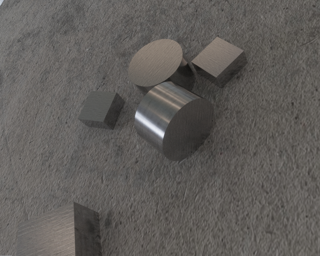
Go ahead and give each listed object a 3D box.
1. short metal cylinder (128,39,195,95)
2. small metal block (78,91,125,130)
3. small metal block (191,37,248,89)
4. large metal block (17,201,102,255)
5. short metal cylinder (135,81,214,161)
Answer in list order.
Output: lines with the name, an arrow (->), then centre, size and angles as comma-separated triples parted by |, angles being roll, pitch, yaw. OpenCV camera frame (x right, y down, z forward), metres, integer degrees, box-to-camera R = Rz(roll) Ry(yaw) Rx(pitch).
short metal cylinder -> 0.003, -0.077, 0.433 | 0.080, 0.050, 0.080 | -13, 56, 21
small metal block -> -0.088, -0.027, 0.467 | 0.050, 0.025, 0.050 | 7, 65, 31
small metal block -> 0.080, -0.088, 0.416 | 0.050, 0.025, 0.050 | -44, 51, -3
large metal block -> -0.117, 0.143, 0.361 | 0.080, 0.050, 0.080 | -24, 53, 13
short metal cylinder -> 0.018, -0.008, 0.364 | 0.080, 0.080, 0.050 | -49, 52, -6
